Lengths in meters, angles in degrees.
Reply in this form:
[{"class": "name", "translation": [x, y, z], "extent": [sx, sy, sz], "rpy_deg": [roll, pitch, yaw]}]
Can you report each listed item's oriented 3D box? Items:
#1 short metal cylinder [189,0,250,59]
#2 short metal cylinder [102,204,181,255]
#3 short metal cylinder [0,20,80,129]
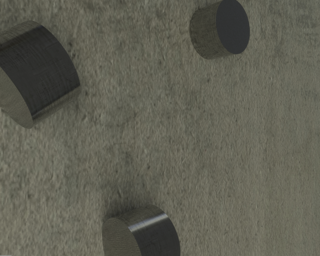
[{"class": "short metal cylinder", "translation": [0.091, -0.147, 0.467], "extent": [0.081, 0.050, 0.079], "rpy_deg": [0, 90, -40]}, {"class": "short metal cylinder", "translation": [-0.023, 0.133, 0.352], "extent": [0.050, 0.080, 0.079], "rpy_deg": [-10, 97, -40]}, {"class": "short metal cylinder", "translation": [-0.117, -0.046, 0.272], "extent": [0.050, 0.080, 0.080], "rpy_deg": [-42, 116, -32]}]
